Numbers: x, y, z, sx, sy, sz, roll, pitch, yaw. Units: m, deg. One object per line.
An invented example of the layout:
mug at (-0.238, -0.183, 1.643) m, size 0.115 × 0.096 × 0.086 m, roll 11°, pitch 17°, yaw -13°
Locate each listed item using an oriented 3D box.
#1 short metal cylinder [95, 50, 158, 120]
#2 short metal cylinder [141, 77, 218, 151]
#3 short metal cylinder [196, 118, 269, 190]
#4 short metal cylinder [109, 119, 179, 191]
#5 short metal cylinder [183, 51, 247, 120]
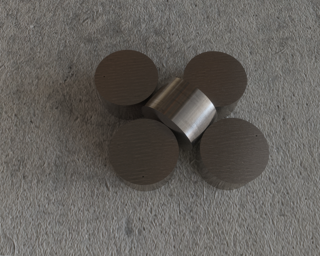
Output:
short metal cylinder at (-0.043, -0.057, 0.415) m, size 0.081 × 0.050 × 0.080 m, roll 0°, pitch 70°, yaw 0°
short metal cylinder at (0.024, -0.017, 0.387) m, size 0.080 × 0.080 × 0.050 m, roll 38°, pitch 74°, yaw 12°
short metal cylinder at (0.087, 0.033, 0.384) m, size 0.081 × 0.050 × 0.080 m, roll 0°, pitch 70°, yaw 0°
short metal cylinder at (-0.018, 0.035, 0.382) m, size 0.081 × 0.050 × 0.080 m, roll 0°, pitch 70°, yaw 0°
short metal cylinder at (0.070, -0.055, 0.415) m, size 0.081 × 0.050 × 0.080 m, roll 0°, pitch 70°, yaw 0°
